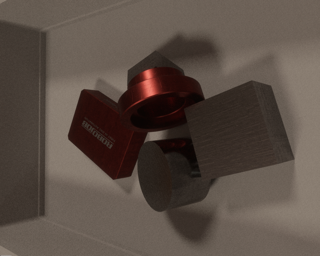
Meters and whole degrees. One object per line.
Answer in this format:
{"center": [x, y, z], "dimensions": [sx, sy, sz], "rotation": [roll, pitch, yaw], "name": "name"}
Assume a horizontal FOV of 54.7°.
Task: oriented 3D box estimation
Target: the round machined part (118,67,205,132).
{"center": [-0.001, -0.034, 0.359], "dimensions": [0.098, 0.099, 0.042], "rotation": [-31, 62, 35], "name": "round machined part"}

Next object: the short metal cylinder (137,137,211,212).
{"center": [0.014, 0.052, 0.361], "dimensions": [0.080, 0.050, 0.079], "rotation": [17, 109, 58], "name": "short metal cylinder"}

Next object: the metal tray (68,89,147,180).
{"center": [-0.083, 0.006, 0.469], "dimensions": [0.130, 0.030, 0.089], "rotation": [33, 110, 34], "name": "metal tray"}

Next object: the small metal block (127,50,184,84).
{"center": [-0.005, -0.063, 0.389], "dimensions": [0.050, 0.050, 0.025], "rotation": [-27, 51, 36], "name": "small metal block"}

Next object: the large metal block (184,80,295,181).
{"center": [0.081, 0.005, 0.323], "dimensions": [0.080, 0.050, 0.080], "rotation": [-22, 77, 37], "name": "large metal block"}
